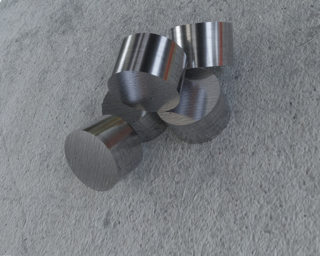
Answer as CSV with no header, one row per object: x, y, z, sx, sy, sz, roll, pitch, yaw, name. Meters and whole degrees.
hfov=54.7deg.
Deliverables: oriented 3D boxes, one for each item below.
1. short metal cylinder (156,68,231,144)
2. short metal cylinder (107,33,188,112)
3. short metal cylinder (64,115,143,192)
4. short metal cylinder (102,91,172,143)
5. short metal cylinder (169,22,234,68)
0.041,-0.027,0.382,0.080,0.050,0.080,-13,56,20,short metal cylinder
-0.013,-0.059,0.348,0.080,0.080,0.050,-1,61,27,short metal cylinder
-0.068,0.030,0.378,0.080,0.079,0.050,8,27,31,short metal cylinder
-0.030,-0.026,0.419,0.080,0.050,0.080,-13,56,20,short metal cylinder
0.053,-0.102,0.395,0.080,0.080,0.050,1,100,28,short metal cylinder
